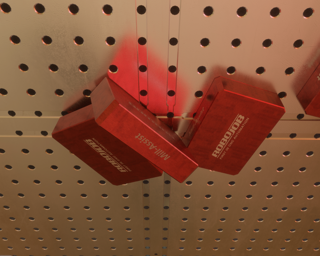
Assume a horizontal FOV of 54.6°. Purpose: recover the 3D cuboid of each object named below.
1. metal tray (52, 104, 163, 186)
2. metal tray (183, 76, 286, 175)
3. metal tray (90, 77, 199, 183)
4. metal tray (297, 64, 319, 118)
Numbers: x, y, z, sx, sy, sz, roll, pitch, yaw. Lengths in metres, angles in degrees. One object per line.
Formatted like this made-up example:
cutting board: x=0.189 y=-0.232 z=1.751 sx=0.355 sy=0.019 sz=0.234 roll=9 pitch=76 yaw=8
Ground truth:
metal tray: x=-0.064 y=0.026 z=0.413 sx=0.090 sy=0.030 sz=0.130 roll=-18 pitch=132 yaw=31
metal tray: x=0.090 y=0.003 z=0.412 sx=0.091 sy=0.030 sz=0.129 roll=15 pitch=129 yaw=-13
metal tray: x=-0.019 y=0.002 z=0.366 sx=0.130 sy=0.090 sz=0.030 roll=38 pitch=99 yaw=-28
metal tray: x=0.234 y=-0.065 z=0.355 sx=0.091 sy=0.030 sz=0.129 roll=12 pitch=129 yaw=-11
